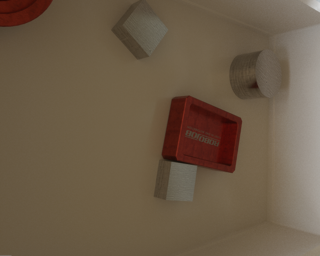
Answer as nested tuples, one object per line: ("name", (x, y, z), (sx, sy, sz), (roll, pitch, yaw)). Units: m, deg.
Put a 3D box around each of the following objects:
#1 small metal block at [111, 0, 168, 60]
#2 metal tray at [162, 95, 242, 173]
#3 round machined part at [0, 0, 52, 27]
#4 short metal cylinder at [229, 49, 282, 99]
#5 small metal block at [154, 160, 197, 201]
("small metal block", (-0.024, -0.123, 0.388), (0.050, 0.025, 0.050), (46, 63, -31))
("metal tray", (0.067, 0.013, 0.462), (0.131, 0.030, 0.090), (17, 79, -39))
("round machined part", (-0.141, -0.139, 0.264), (0.099, 0.042, 0.097), (-12, 116, -27))
("short metal cylinder", (0.165, -0.090, 0.531), (0.081, 0.050, 0.079), (0, 90, -40))
("small metal block", (0.022, 0.073, 0.428), (0.050, 0.025, 0.050), (14, 81, -39))
